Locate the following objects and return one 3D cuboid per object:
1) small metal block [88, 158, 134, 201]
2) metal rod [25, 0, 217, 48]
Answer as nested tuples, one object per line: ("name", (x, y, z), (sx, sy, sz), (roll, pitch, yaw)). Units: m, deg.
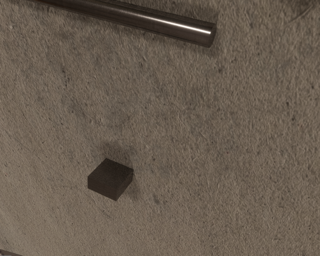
("small metal block", (-0.076, 0.078, 0.477), (0.050, 0.050, 0.025), (20, 126, 16))
("metal rod", (-0.083, -0.143, 0.360), (0.301, 0.025, 0.025), (19, 126, 16))
